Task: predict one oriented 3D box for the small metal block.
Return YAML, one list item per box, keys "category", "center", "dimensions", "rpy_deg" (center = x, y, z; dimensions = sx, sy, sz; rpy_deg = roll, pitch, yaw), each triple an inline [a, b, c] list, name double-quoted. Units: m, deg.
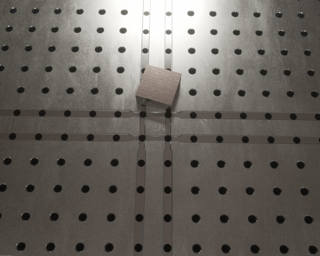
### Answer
- category: "small metal block"
  center: [-0.002, -0.055, 0.432]
  dimensions: [0.050, 0.025, 0.050]
  rpy_deg: [16, 71, 5]
